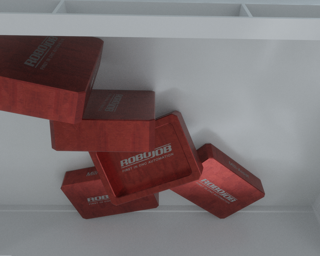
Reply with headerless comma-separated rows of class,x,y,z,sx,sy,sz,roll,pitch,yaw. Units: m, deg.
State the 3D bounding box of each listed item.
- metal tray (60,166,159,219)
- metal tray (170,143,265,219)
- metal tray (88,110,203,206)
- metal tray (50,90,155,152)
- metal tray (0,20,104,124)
metal tray,-0.075,0.098,0.488,0.131,0.030,0.090,-12,130,9
metal tray,0.087,0.087,0.481,0.130,0.030,0.090,35,122,-27
metal tray,-0.019,0.041,0.412,0.130,0.030,0.090,-21,96,16
metal tray,-0.051,-0.013,0.327,0.091,0.130,0.030,1,108,-2
metal tray,-0.106,-0.058,0.287,0.091,0.130,0.030,11,123,-10
